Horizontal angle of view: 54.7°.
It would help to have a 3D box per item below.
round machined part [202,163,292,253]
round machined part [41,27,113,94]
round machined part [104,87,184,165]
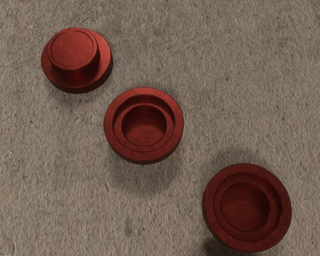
[{"bbox_3d":[0.098,0.094,0.366,0.099,0.042,0.098,0,70,-1],"label":"round machined part"},{"bbox_3d":[-0.118,-0.101,0.434,0.099,0.042,0.098,0,70,-1],"label":"round machined part"},{"bbox_3d":[-0.020,0.000,0.399,0.099,0.042,0.098,0,70,-1],"label":"round machined part"}]
